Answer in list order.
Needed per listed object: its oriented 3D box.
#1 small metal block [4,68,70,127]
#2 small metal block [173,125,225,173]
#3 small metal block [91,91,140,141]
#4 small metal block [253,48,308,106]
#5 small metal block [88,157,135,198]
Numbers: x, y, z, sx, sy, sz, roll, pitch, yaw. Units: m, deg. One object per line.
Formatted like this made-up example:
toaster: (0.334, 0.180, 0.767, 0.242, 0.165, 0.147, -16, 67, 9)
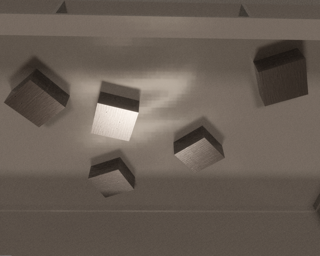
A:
small metal block: (-0.149, -0.035, 0.377, 0.050, 0.025, 0.050, -32, 124, 24)
small metal block: (0.055, 0.031, 0.437, 0.050, 0.025, 0.050, -32, 124, 24)
small metal block: (-0.057, -0.014, 0.396, 0.050, 0.025, 0.050, 13, 129, -12)
small metal block: (0.141, -0.058, 0.362, 0.050, 0.025, 0.050, -16, 129, 12)
small metal block: (-0.073, 0.076, 0.473, 0.050, 0.025, 0.050, -19, 128, 15)
